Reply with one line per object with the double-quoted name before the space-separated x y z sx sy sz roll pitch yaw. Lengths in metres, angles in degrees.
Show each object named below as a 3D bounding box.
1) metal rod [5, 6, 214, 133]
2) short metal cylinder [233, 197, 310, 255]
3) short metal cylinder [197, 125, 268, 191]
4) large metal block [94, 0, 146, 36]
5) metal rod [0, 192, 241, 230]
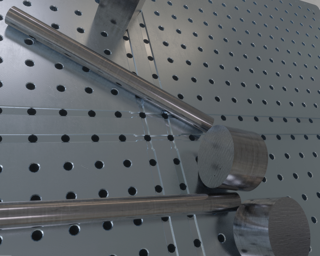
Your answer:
"metal rod" -0.059 -0.074 0.421 0.301 0.025 0.025 28 52 -11
"short metal cylinder" 0.136 0.126 0.376 0.081 0.050 0.080 11 71 -33
"short metal cylinder" 0.091 0.039 0.398 0.050 0.080 0.080 11 57 -23
"large metal block" -0.050 -0.203 0.470 0.050 0.080 0.080 30 52 -9
"metal rod" -0.038 0.087 0.334 0.302 0.025 0.025 4 60 -27
